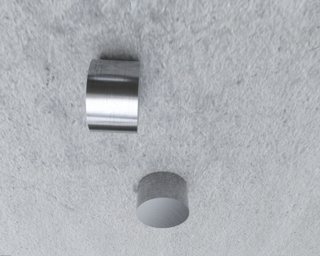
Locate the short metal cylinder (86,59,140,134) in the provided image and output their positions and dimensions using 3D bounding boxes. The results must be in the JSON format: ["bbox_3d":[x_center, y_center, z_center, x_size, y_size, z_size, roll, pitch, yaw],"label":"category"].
[{"bbox_3d":[-0.048,-0.034,0.341,0.050,0.080,0.079,2,130,-3],"label":"short metal cylinder"}]

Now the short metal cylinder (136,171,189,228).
[{"bbox_3d":[0.004,0.114,0.488,0.081,0.050,0.079,0,130,0],"label":"short metal cylinder"}]
